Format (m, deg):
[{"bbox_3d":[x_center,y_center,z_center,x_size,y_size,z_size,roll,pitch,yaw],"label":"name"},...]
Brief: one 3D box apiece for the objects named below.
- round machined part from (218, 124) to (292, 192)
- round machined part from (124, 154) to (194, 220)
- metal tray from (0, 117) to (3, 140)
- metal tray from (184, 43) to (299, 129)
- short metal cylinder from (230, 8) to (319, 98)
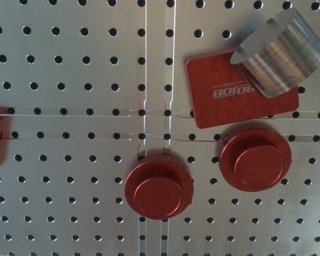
[{"bbox_3d":[0.132,0.046,0.423,0.099,0.042,0.097,0,110,-1],"label":"round machined part"},{"bbox_3d":[-0.001,0.090,0.438,0.099,0.042,0.097,0,110,-1],"label":"round machined part"},{"bbox_3d":[-0.286,0.012,0.410,0.131,0.030,0.089,15,109,-6],"label":"metal tray"},{"bbox_3d":[0.102,-0.056,0.392,0.131,0.030,0.089,-11,110,3],"label":"metal tray"},{"bbox_3d":[0.122,-0.078,0.325,0.080,0.080,0.050,-42,105,14],"label":"short metal cylinder"}]
